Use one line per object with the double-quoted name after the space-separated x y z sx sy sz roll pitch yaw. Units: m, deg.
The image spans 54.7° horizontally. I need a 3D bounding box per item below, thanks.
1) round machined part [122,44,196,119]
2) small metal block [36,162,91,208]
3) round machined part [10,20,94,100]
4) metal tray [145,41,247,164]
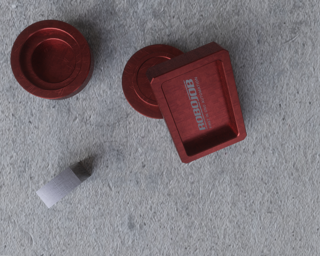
0.000 -0.061 0.401 0.099 0.042 0.097 0 90 -1 "round machined part"
-0.121 0.071 0.396 0.050 0.050 0.025 -38 90 0 "small metal block"
-0.134 -0.085 0.400 0.099 0.042 0.097 0 90 -1 "round machined part"
0.048 -0.026 0.374 0.090 0.030 0.129 -23 124 -1 "metal tray"
